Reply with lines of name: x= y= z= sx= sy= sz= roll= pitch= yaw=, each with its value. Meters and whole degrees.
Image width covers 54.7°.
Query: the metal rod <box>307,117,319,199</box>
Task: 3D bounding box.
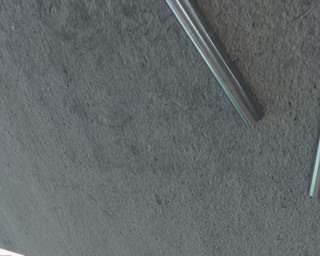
metal rod: x=0.168 y=-0.056 z=0.283 sx=0.025 sy=0.025 sz=0.298 roll=8 pitch=122 yaw=24

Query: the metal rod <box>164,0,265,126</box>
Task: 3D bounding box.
metal rod: x=0.020 y=-0.130 z=0.316 sx=0.025 sy=0.025 sz=0.299 roll=-27 pitch=104 yaw=37
